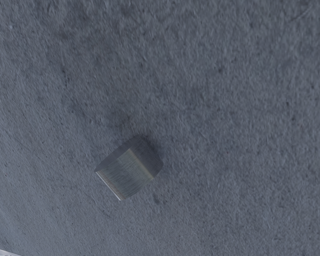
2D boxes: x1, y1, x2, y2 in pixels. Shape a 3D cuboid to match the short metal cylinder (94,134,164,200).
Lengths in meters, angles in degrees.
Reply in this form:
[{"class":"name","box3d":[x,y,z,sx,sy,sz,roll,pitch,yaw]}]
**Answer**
[{"class":"short metal cylinder","box3d":[-0.042,0.053,0.425,0.080,0.080,0.050,-31,102,37]}]
